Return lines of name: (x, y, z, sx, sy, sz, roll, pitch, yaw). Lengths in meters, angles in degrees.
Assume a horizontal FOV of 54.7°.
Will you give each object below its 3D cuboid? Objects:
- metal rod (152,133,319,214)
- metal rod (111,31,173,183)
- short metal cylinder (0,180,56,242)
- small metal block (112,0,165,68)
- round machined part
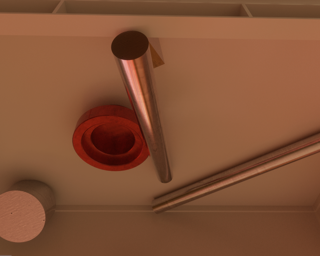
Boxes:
metal rod: (0.119, 0.071, 0.470, 0.300, 0.025, 0.025, -26, 126, 20)
metal rod: (-0.006, 0.009, 0.339, 0.025, 0.025, 0.299, -5, 154, 4)
short metal cylinder: (-0.208, 0.125, 0.473, 0.081, 0.050, 0.079, 0, 98, -2)
small metal block: (-0.021, -0.091, 0.304, 0.025, 0.050, 0.050, -20, 152, 16)
round machined part: (-0.060, 0.008, 0.404, 0.099, 0.042, 0.097, -1, 130, 0)
